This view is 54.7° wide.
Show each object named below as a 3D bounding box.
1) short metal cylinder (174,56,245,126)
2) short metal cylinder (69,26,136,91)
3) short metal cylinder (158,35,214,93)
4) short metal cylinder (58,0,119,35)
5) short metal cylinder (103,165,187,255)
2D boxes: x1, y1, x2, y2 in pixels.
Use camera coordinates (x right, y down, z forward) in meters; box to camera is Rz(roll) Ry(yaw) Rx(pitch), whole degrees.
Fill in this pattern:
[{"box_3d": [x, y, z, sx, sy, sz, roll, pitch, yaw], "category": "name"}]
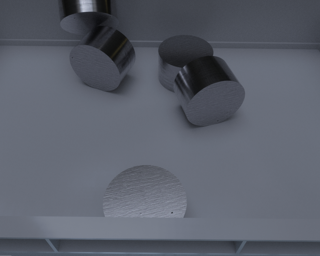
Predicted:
[{"box_3d": [0.064, -0.048, 0.410, 0.081, 0.080, 0.050, -13, 52, -11], "category": "short metal cylinder"}, {"box_3d": [-0.083, -0.101, 0.453, 0.080, 0.080, 0.050, 17, 53, 13], "category": "short metal cylinder"}, {"box_3d": [0.038, -0.097, 0.471, 0.081, 0.050, 0.080, 0, 50, 0], "category": "short metal cylinder"}, {"box_3d": [-0.101, -0.171, 0.437, 0.081, 0.080, 0.050, -7, 86, -6], "category": "short metal cylinder"}, {"box_3d": [-0.014, 0.085, 0.317, 0.081, 0.050, 0.080, 0, 50, 0], "category": "short metal cylinder"}]
